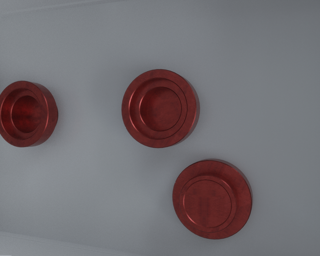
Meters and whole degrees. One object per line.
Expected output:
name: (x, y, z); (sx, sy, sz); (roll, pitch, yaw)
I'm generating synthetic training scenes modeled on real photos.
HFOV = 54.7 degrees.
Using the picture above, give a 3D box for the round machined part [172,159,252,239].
round machined part: (0.062, 0.088, 0.380); (0.098, 0.042, 0.097); (0, 90, 20)

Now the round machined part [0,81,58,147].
round machined part: (-0.196, -0.020, 0.471); (0.098, 0.042, 0.097); (0, 90, 20)

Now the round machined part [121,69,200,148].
round machined part: (0.004, -0.024, 0.400); (0.098, 0.042, 0.097); (0, 90, 20)
